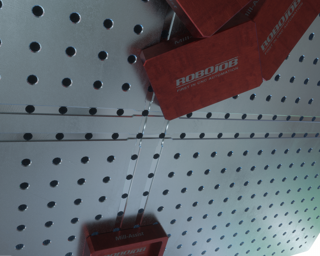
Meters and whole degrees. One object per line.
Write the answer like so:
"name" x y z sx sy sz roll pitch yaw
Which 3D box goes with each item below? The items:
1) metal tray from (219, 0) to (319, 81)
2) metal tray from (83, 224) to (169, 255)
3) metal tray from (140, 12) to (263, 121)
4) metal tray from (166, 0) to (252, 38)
"metal tray" 0.149 -0.138 0.406 0.090 0.030 0.129 25 105 -37
"metal tray" -0.058 0.210 0.507 0.131 0.030 0.089 -1 119 -29
"metal tray" 0.052 -0.071 0.373 0.131 0.030 0.090 -21 128 2
"metal tray" 0.035 -0.165 0.298 0.090 0.030 0.130 -42 109 0
